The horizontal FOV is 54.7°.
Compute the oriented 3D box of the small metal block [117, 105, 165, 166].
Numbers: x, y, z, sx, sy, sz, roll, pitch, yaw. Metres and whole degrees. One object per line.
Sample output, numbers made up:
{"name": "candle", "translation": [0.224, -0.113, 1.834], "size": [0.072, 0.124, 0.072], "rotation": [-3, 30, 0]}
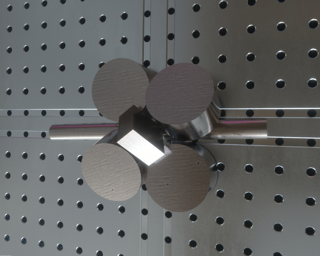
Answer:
{"name": "small metal block", "translation": [-0.022, 0.008, 0.365], "size": [0.025, 0.050, 0.050], "rotation": [-38, 120, 22]}

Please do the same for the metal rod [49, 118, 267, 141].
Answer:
{"name": "metal rod", "translation": [-0.016, 0.004, 0.414], "size": [0.301, 0.025, 0.025], "rotation": [-1, 90, 19]}

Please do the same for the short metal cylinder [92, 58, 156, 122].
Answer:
{"name": "short metal cylinder", "translation": [-0.042, -0.048, 0.410], "size": [0.080, 0.050, 0.079], "rotation": [0, 90, 20]}

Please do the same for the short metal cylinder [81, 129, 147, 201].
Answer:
{"name": "short metal cylinder", "translation": [-0.053, 0.046, 0.401], "size": [0.080, 0.050, 0.079], "rotation": [6, 112, 16]}

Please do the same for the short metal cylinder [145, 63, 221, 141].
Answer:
{"name": "short metal cylinder", "translation": [0.029, -0.030, 0.371], "size": [0.080, 0.050, 0.080], "rotation": [-8, 64, 17]}

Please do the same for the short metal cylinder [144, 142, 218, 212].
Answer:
{"name": "short metal cylinder", "translation": [0.027, 0.058, 0.385], "size": [0.080, 0.050, 0.079], "rotation": [0, 90, 20]}
